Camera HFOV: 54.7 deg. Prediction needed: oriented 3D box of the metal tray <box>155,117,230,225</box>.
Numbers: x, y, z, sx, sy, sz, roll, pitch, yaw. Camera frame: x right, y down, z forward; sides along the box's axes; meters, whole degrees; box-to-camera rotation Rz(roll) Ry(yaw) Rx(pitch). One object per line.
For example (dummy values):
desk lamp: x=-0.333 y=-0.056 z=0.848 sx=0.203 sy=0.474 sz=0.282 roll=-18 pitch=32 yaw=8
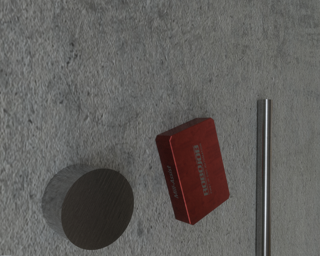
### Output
metal tray: x=0.050 y=0.059 z=0.443 sx=0.091 sy=0.030 sz=0.129 roll=-23 pitch=105 yaw=-38

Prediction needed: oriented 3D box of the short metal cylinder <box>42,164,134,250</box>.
short metal cylinder: x=-0.075 y=0.080 z=0.326 sx=0.081 sy=0.050 sz=0.080 roll=0 pitch=90 yaw=-40

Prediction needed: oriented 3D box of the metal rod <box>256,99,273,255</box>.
metal rod: x=0.190 y=0.098 z=0.563 sx=0.025 sy=0.025 sz=0.298 roll=1 pitch=89 yaw=-40
